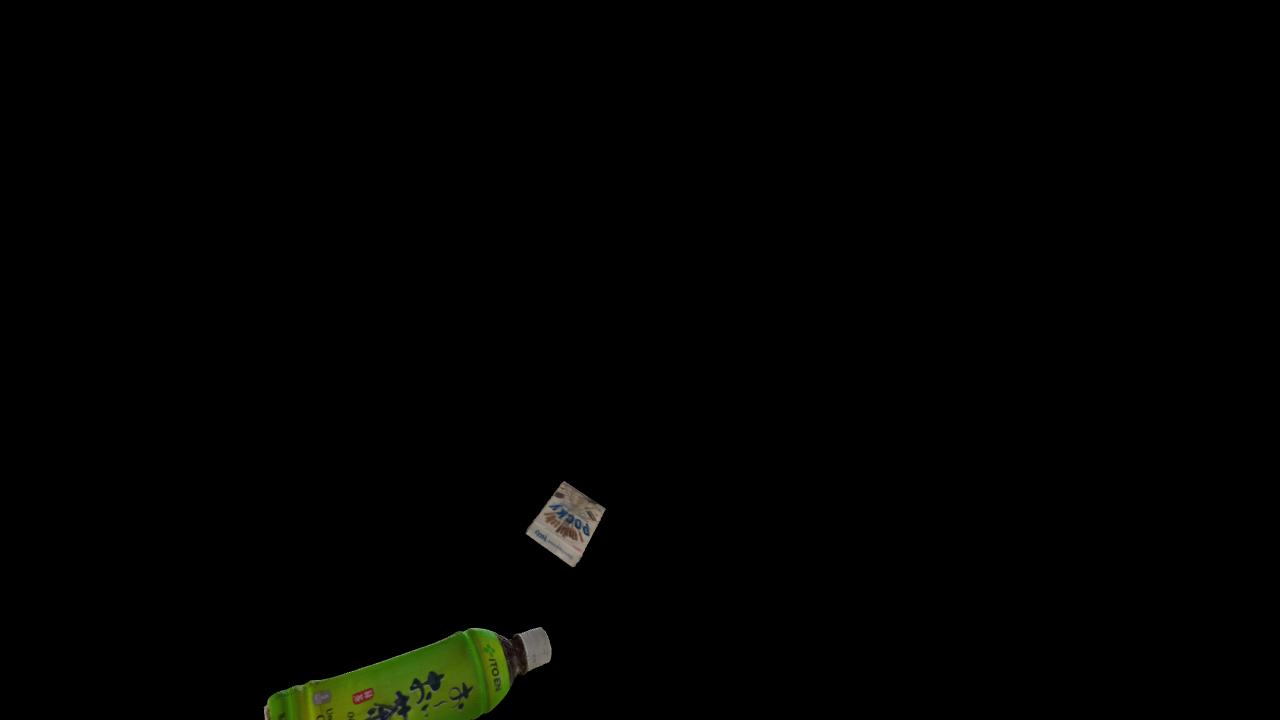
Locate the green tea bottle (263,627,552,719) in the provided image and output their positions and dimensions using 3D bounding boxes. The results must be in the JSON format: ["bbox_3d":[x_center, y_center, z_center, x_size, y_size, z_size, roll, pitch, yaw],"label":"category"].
[{"bbox_3d":[-0.172,0.261,0.488,0.212,0.073,0.073,-9,5,-33],"label":"green tea bottle"}]

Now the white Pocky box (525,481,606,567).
[{"bbox_3d":[-0.106,0.237,0.907,0.084,0.028,0.154,34,13,2],"label":"white Pocky box"}]
